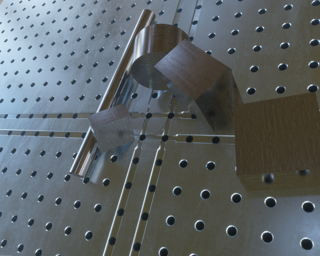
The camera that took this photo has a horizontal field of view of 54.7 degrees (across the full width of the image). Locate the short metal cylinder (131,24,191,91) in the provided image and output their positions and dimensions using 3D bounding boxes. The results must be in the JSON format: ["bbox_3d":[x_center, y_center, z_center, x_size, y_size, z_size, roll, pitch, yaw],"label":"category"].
[{"bbox_3d":[0.003,-0.096,0.429,0.080,0.080,0.050,-10,58,22],"label":"short metal cylinder"}]

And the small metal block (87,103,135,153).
[{"bbox_3d":[-0.064,0.001,0.413,0.050,0.050,0.025,-22,50,-15],"label":"small metal block"}]

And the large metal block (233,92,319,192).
[{"bbox_3d":[0.123,0.017,0.317,0.080,0.050,0.080,-9,58,23],"label":"large metal block"}]

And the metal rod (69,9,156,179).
[{"bbox_3d":[-0.066,-0.066,0.481,0.025,0.025,0.300,6,64,30],"label":"metal rod"}]

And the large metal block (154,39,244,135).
[{"bbox_3d":[0.049,-0.049,0.376,0.050,0.080,0.080,-43,51,-1],"label":"large metal block"}]
